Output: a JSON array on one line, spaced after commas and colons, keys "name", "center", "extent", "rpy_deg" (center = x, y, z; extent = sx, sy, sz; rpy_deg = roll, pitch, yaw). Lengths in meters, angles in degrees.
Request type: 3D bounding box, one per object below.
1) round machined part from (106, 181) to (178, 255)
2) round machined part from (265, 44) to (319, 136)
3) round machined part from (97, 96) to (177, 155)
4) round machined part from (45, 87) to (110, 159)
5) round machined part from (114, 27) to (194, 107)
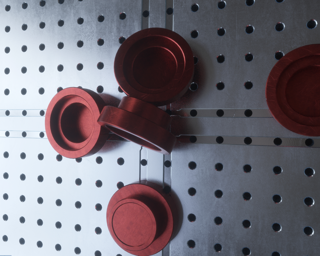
[{"name": "round machined part", "center": [-0.029, 0.123, 0.413], "extent": [0.098, 0.042, 0.097], "rpy_deg": [0, 90, 19]}, {"name": "round machined part", "center": [0.169, -0.040, 0.344], "extent": [0.098, 0.042, 0.097], "rpy_deg": [0, 90, 19]}, {"name": "round machined part", "center": [-0.024, -0.006, 0.384], "extent": [0.098, 0.098, 0.042], "rpy_deg": [21, 80, 18]}, {"name": "round machined part", "center": [-0.110, -0.007, 0.438], "extent": [0.098, 0.042, 0.097], "rpy_deg": [0, 91, 25]}, {"name": "round machined part", "center": [-0.006, -0.074, 0.395], "extent": [0.099, 0.042, 0.098], "rpy_deg": [-1, 78, 6]}]
